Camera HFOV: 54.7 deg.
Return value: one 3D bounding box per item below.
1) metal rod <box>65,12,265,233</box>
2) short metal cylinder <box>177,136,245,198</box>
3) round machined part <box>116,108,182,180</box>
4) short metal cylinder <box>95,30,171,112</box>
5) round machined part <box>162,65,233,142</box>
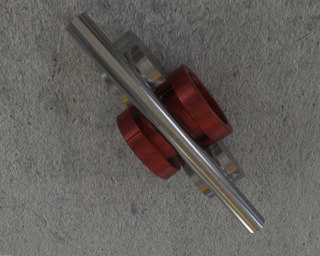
[{"bbox_3d":[0.018,0.007,0.329,0.025,0.025,0.300,-38,106,12],"label":"metal rod"},{"bbox_3d":[0.064,0.043,0.398,0.050,0.080,0.080,-37,106,12],"label":"short metal cylinder"},{"bbox_3d":[-0.004,0.011,0.375,0.042,0.098,0.098,-39,106,9],"label":"round machined part"},{"bbox_3d":[-0.028,-0.065,0.357,0.050,0.080,0.080,-37,106,12],"label":"short metal cylinder"},{"bbox_3d":[0.040,-0.023,0.364,0.042,0.098,0.098,-36,107,17],"label":"round machined part"}]
